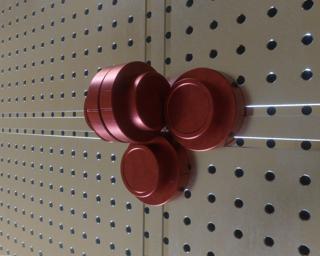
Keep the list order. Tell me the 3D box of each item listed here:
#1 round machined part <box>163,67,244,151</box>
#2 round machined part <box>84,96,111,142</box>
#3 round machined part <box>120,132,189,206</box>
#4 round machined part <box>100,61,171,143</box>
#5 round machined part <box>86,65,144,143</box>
[{"bbox_3d":[0.043,-0.022,0.360,0.098,0.042,0.097,0,90,39],"label":"round machined part"},{"bbox_3d":[-0.075,-0.027,0.457,0.098,0.042,0.097,0,90,39],"label":"round machined part"},{"bbox_3d":[-0.014,0.054,0.407,0.098,0.042,0.097,0,90,39],"label":"round machined part"},{"bbox_3d":[-0.020,-0.031,0.369,0.042,0.099,0.097,-1,90,40],"label":"round machined part"},{"bbox_3d":[-0.054,-0.030,0.396,0.042,0.099,0.097,2,91,40],"label":"round machined part"}]
